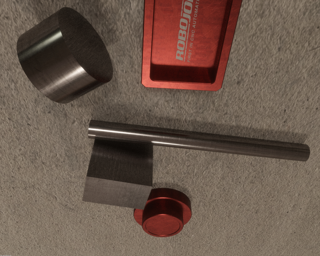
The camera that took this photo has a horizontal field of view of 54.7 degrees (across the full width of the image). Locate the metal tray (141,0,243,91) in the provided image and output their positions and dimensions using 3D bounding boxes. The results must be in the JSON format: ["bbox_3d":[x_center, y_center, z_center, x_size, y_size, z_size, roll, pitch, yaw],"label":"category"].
[{"bbox_3d":[0.028,-0.102,0.317,0.091,0.030,0.129,3,130,-3],"label":"metal tray"}]

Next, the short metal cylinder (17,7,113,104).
[{"bbox_3d":[-0.092,-0.071,0.309,0.050,0.080,0.080,-24,126,19],"label":"short metal cylinder"}]

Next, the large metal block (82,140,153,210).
[{"bbox_3d":[-0.055,0.057,0.419,0.081,0.080,0.050,11,129,-10],"label":"large metal block"}]

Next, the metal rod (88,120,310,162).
[{"bbox_3d":[0.057,0.018,0.423,0.302,0.025,0.025,7,130,-6],"label":"metal rod"}]

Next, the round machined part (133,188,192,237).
[{"bbox_3d":[0.005,0.148,0.523,0.099,0.042,0.097,-1,130,0],"label":"round machined part"}]
